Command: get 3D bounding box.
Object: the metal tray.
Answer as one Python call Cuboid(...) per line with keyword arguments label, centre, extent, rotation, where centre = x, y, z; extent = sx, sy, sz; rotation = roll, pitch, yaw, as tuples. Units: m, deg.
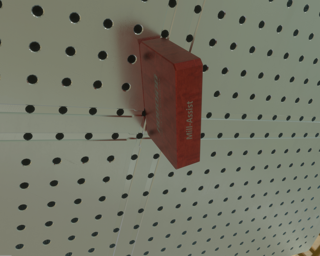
Cuboid(label="metal tray", centre=(0.012, -0.029, 0.359), extent=(0.030, 0.090, 0.129), rotation=(-16, 125, -20))
